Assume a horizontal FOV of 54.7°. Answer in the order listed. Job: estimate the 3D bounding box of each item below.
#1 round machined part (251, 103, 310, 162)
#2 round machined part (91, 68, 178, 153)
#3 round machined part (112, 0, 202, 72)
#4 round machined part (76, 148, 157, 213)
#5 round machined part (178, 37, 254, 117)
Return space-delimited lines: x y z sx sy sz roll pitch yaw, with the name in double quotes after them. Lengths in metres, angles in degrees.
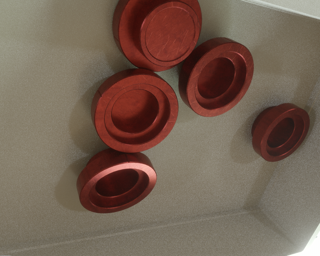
0.189 0.003 0.503 0.099 0.042 0.097 -14 124 -21 "round machined part"
-0.032 -0.023 0.363 0.099 0.042 0.097 -11 121 -19 "round machined part"
0.003 -0.105 0.331 0.099 0.042 0.097 -15 128 -20 "round machined part"
-0.057 0.062 0.397 0.099 0.042 0.097 -16 137 -15 "round machined part"
0.065 -0.066 0.390 0.099 0.042 0.097 -16 128 -22 "round machined part"
